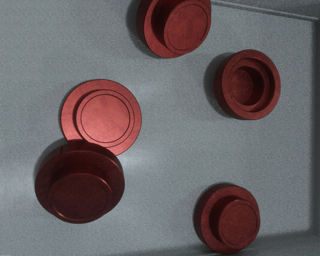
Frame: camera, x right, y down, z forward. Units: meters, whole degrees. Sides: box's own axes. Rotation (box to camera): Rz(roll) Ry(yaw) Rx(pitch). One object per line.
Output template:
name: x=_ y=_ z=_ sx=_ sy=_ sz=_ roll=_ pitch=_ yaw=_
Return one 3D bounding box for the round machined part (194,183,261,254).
round machined part: x=0.101 y=0.130 z=0.439 sx=0.099 sy=0.042 sz=0.097 roll=0 pitch=90 yaw=-20

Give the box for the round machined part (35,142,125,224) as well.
round machined part: x=-0.089 y=0.068 z=0.348 sx=0.099 sy=0.042 sz=0.097 roll=-5 pitch=117 yaw=-10

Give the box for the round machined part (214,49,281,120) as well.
round machined part: x=0.120 y=-0.060 z=0.445 sx=0.099 sy=0.042 sz=0.097 roll=0 pitch=90 yaw=-20

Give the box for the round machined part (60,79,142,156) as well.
round machined part: x=-0.069 y=-0.011 z=0.376 sx=0.099 sy=0.042 sz=0.097 roll=0 pitch=90 yaw=-20

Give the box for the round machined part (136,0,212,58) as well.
round machined part: x=0.024 y=-0.131 z=0.383 sx=0.099 sy=0.042 sz=0.097 roll=-20 pitch=135 yaw=-21
